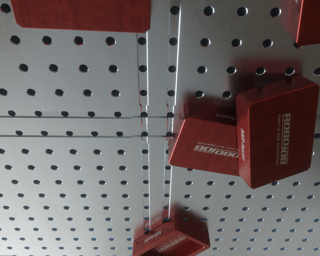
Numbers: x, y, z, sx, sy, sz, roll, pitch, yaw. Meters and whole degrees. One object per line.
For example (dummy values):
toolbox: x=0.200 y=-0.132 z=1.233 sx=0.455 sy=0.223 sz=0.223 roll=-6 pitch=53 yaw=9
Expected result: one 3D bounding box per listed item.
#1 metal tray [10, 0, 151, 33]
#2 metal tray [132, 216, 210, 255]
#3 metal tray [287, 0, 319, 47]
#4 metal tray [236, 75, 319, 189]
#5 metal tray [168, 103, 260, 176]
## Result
metal tray: x=-0.073 y=-0.140 z=0.289 sx=0.131 sy=0.030 sz=0.089 roll=2 pitch=130 yaw=-2
metal tray: x=0.020 y=0.226 z=0.600 sx=0.090 sy=0.030 sz=0.130 roll=34 pitch=122 yaw=-26
metal tray: x=0.175 y=-0.146 z=0.285 sx=0.090 sy=0.030 sz=0.129 roll=-7 pitch=130 yaw=5
metal tray: x=0.145 y=0.008 z=0.388 sx=0.091 sy=0.030 sz=0.129 roll=-17 pitch=123 yaw=-9
metal tray: x=0.085 y=0.021 z=0.427 sx=0.131 sy=0.030 sz=0.089 roll=10 pitch=130 yaw=-9
